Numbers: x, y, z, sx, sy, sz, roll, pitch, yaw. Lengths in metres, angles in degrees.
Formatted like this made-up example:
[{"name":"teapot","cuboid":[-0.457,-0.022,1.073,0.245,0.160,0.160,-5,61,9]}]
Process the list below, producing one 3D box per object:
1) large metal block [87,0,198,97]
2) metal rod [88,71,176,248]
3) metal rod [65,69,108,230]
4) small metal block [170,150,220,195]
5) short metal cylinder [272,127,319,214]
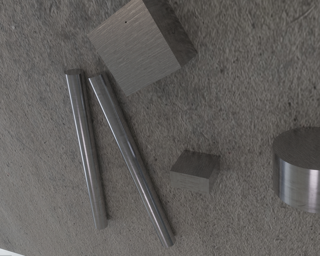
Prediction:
[{"name":"large metal block","cuboid":[-0.019,-0.093,0.343,0.080,0.050,0.080,-22,107,36]},{"name":"metal rod","cuboid":[-0.034,0.060,0.461,0.025,0.025,0.299,-7,115,31]},{"name":"metal rod","cuboid":[-0.113,0.051,0.497,0.025,0.025,0.298,12,124,22]},{"name":"small metal block","cuboid":[0.047,0.056,0.401,0.050,0.050,0.025,9,122,23]},{"name":"short metal cylinder","cuboid":[0.157,0.040,0.313,0.080,0.080,0.050,4,120,26]}]
